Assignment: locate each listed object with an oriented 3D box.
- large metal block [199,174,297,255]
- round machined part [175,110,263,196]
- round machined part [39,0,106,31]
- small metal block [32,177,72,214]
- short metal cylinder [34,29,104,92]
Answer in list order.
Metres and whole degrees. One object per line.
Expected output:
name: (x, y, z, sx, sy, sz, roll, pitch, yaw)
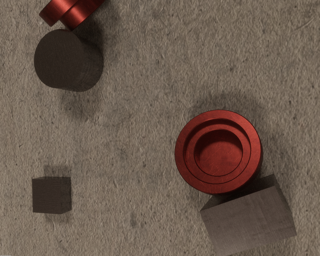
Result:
large metal block: (0.099, 0.094, 0.345, 0.080, 0.080, 0.050, -25, 82, 18)
round machined part: (0.070, 0.031, 0.365, 0.098, 0.042, 0.098, -8, 69, 21)
round machined part: (-0.112, -0.169, 0.419, 0.098, 0.098, 0.042, -35, 116, 16)
small metal block: (-0.162, 0.100, 0.464, 0.050, 0.025, 0.050, -2, 89, 19)
short metal cylinder: (-0.128, -0.093, 0.440, 0.080, 0.050, 0.079, 0, 90, 19)
